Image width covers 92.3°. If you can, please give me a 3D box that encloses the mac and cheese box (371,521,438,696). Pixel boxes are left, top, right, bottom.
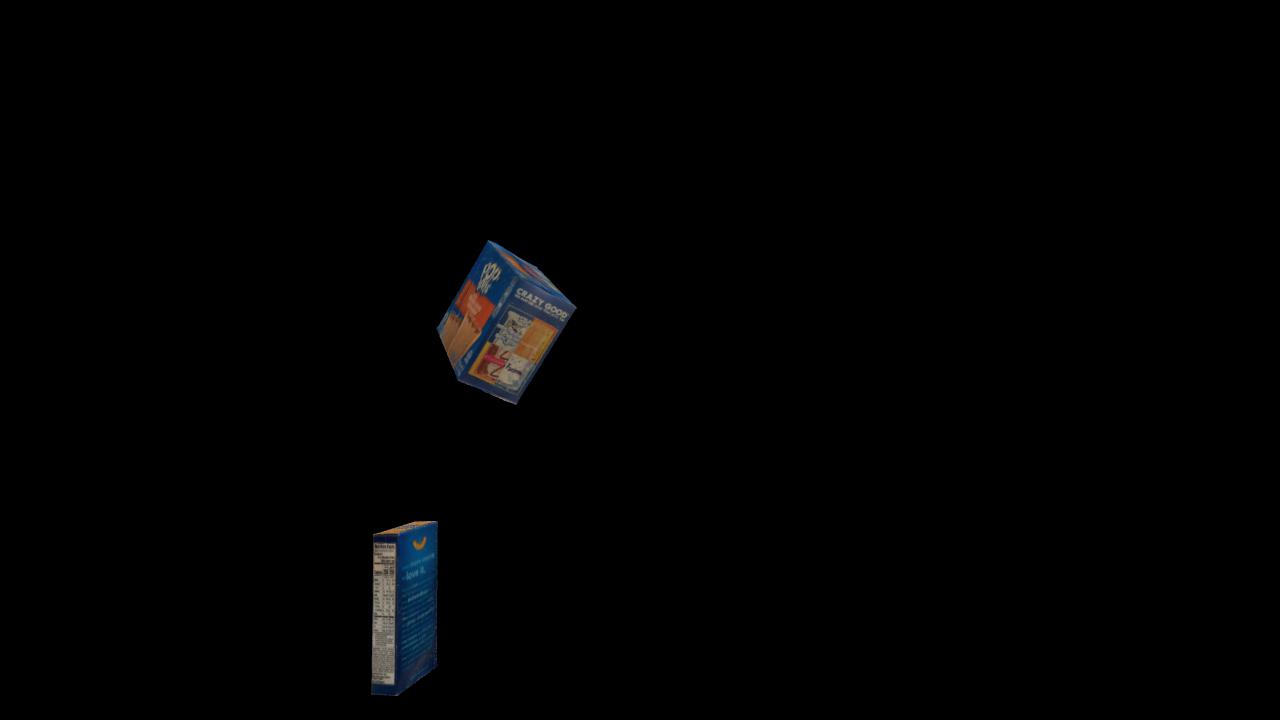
[{"bbox_3d":[-0.288,0.299,0.758,0.041,0.184,0.093,-3,-6,12],"label":"mac and cheese box"}]

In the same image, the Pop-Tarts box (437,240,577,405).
[{"bbox_3d":[-0.173,-0.052,0.766,0.083,0.141,0.167,28,10,-35],"label":"Pop-Tarts box"}]
